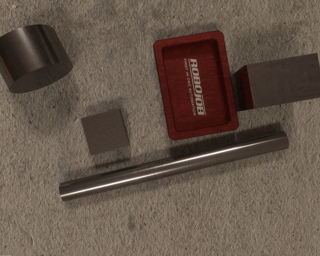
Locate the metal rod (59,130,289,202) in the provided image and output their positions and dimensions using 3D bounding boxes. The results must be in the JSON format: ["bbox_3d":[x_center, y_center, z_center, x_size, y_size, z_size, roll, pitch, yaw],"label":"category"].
[{"bbox_3d":[0.019,0.050,0.410,0.302,0.025,0.025,-13,90,-1],"label":"metal rod"}]

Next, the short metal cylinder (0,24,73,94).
[{"bbox_3d":[-0.156,-0.083,0.380,0.080,0.080,0.050,-27,90,0],"label":"short metal cylinder"}]

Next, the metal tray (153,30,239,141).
[{"bbox_3d":[0.046,-0.054,0.408,0.091,0.030,0.129,-10,90,-1],"label":"metal tray"}]

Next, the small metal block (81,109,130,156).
[{"bbox_3d":[-0.071,0.005,0.409,0.050,0.025,0.050,-15,90,-1],"label":"small metal block"}]

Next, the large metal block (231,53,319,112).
[{"bbox_3d":[0.140,-0.053,0.384,0.080,0.080,0.050,-10,90,0],"label":"large metal block"}]
